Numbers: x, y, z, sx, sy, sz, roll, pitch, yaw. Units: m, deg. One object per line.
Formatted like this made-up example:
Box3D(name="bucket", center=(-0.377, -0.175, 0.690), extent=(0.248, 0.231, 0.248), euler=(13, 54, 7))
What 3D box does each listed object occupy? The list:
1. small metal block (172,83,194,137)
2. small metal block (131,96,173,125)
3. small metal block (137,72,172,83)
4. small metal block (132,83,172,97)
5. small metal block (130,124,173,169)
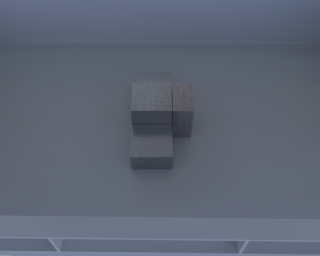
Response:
Box3D(name="small metal block", center=(0.028, -0.024, 0.406), extent=(0.025, 0.050, 0.050), euler=(0, 50, 0))
Box3D(name="small metal block", center=(-0.010, -0.014, 0.398), extent=(0.050, 0.050, 0.025), euler=(0, 50, 0))
Box3D(name="small metal block", center=(-0.008, -0.055, 0.448), extent=(0.050, 0.025, 0.050), euler=(0, 50, 0))
Box3D(name="small metal block", center=(-0.010, -0.033, 0.414), extent=(0.050, 0.050, 0.025), euler=(0, 50, 0))
Box3D(name="small metal block", center=(-0.010, 0.023, 0.384), extent=(0.050, 0.025, 0.050), euler=(0, 50, 0))
